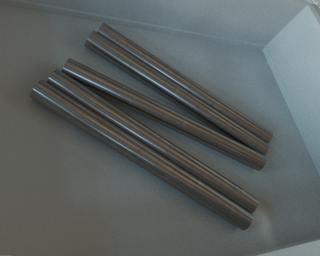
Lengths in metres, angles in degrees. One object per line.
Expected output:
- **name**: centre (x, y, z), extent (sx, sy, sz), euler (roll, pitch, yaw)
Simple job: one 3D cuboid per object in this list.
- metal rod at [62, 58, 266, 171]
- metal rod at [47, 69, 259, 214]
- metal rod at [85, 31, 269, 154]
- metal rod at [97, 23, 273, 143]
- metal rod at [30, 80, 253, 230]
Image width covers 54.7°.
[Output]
- **metal rod**: centre (0.014, -0.013, 0.419), extent (0.301, 0.025, 0.025), euler (26, 53, -12)
- **metal rod**: centre (-0.004, 0.021, 0.389), extent (0.301, 0.025, 0.025), euler (33, 51, -7)
- **metal rod**: centre (0.030, -0.045, 0.447), extent (0.301, 0.025, 0.025), euler (32, 52, -8)
- **metal rod**: centre (0.041, -0.061, 0.463), extent (0.301, 0.025, 0.025), euler (32, 52, -8)
- **metal rod**: centre (-0.016, 0.036, 0.373), extent (0.301, 0.025, 0.025), euler (33, 51, -7)
